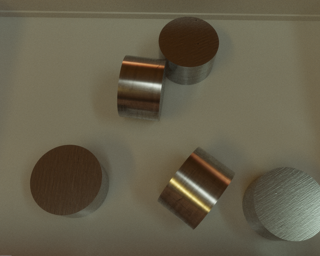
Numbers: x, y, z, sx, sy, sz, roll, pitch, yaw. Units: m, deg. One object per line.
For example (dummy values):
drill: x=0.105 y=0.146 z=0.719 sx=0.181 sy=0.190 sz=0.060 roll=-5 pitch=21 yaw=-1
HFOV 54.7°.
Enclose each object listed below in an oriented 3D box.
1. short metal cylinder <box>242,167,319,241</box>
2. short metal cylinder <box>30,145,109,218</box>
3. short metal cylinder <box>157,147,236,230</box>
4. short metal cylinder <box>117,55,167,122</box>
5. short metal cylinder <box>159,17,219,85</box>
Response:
short metal cylinder: x=0.143 y=0.091 z=0.364 sx=0.081 sy=0.050 sz=0.080 roll=0 pitch=70 yaw=0
short metal cylinder: x=-0.105 y=0.065 z=0.372 sx=0.081 sy=0.050 sz=0.080 roll=0 pitch=70 yaw=0
short metal cylinder: x=0.042 y=0.068 z=0.356 sx=0.050 sy=0.080 sz=0.080 roll=37 pitch=74 yaw=12
short metal cylinder: x=-0.021 y=-0.051 z=0.399 sx=0.050 sy=0.080 sz=0.080 roll=7 pitch=70 yaw=2
short metal cylinder: x=0.038 y=-0.107 z=0.436 sx=0.081 sy=0.050 sz=0.080 roll=0 pitch=70 yaw=0
